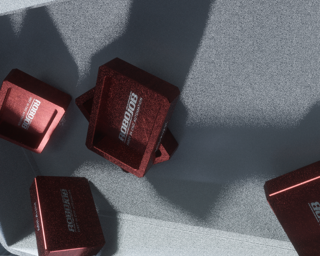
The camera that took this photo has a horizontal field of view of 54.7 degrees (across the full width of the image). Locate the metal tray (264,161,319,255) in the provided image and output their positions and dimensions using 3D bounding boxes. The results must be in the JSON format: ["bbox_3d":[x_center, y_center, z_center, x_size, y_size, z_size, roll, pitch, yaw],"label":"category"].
[{"bbox_3d":[0.189,0.104,0.353,0.090,0.030,0.130,-27,104,19],"label":"metal tray"}]

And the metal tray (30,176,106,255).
[{"bbox_3d":[-0.147,0.136,0.485,0.030,0.091,0.130,-54,45,30],"label":"metal tray"}]

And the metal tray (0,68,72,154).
[{"bbox_3d":[-0.204,-0.020,0.479,0.090,0.030,0.129,28,132,-19],"label":"metal tray"}]

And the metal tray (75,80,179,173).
[{"bbox_3d":[-0.046,-0.006,0.425,0.090,0.030,0.130,-23,106,36],"label":"metal tray"}]

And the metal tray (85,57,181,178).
[{"bbox_3d":[-0.038,-0.009,0.380,0.090,0.030,0.129,28,128,10],"label":"metal tray"}]
